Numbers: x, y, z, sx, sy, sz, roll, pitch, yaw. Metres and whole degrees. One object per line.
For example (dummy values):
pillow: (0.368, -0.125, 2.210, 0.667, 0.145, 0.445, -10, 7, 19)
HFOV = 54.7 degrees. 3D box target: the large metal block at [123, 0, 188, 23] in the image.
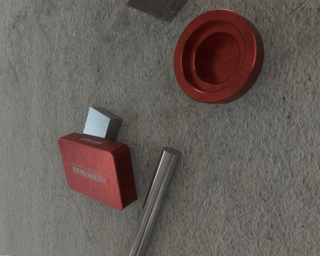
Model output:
large metal block: (-0.017, -0.185, 0.383, 0.050, 0.081, 0.080, -46, 63, 30)

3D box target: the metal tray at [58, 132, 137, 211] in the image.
metal tray: (-0.096, 0.061, 0.463, 0.130, 0.030, 0.089, 9, 114, 39)

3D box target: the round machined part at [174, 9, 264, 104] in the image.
round machined part: (0.066, -0.074, 0.339, 0.098, 0.042, 0.097, 0, 90, 40)

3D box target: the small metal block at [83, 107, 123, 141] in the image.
small metal block: (-0.089, -0.001, 0.479, 0.050, 0.025, 0.050, 29, 108, 36)

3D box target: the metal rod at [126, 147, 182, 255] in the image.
metal rod: (-0.030, 0.166, 0.429, 0.025, 0.025, 0.298, 29, 108, 36)
